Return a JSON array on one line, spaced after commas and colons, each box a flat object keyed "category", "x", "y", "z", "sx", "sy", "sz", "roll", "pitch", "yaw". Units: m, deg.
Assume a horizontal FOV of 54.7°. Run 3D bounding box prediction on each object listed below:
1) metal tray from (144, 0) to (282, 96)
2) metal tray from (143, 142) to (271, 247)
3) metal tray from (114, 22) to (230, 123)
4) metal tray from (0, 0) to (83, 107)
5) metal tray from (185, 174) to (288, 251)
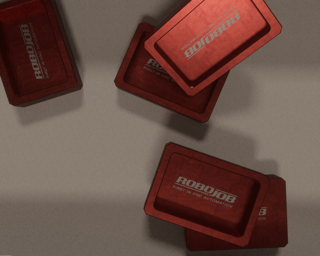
[{"category": "metal tray", "x": 0.058, "y": -0.108, "z": 0.357, "sx": 0.130, "sy": 0.030, "sz": 0.090, "roll": -36, "pitch": 112, "yaw": 24}, {"category": "metal tray", "x": 0.056, "y": 0.079, "z": 0.379, "sx": 0.131, "sy": 0.030, "sz": 0.090, "roll": 19, "pitch": 90, "yaw": -1}, {"category": "metal tray", "x": 0.017, "y": -0.071, "z": 0.409, "sx": 0.131, "sy": 0.030, "sz": 0.090, "roll": 23, "pitch": 90, "yaw": -1}, {"category": "metal tray", "x": -0.166, "y": -0.101, "z": 0.406, "sx": 0.090, "sy": 0.030, "sz": 0.129, "roll": -18, "pitch": 90, "yaw": -1}, {"category": "metal tray", "x": 0.098, "y": 0.111, "z": 0.410, "sx": 0.131, "sy": 0.030, "sz": 0.089, "roll": -2, "pitch": 90, "yaw": -1}]
